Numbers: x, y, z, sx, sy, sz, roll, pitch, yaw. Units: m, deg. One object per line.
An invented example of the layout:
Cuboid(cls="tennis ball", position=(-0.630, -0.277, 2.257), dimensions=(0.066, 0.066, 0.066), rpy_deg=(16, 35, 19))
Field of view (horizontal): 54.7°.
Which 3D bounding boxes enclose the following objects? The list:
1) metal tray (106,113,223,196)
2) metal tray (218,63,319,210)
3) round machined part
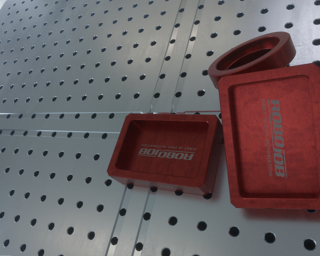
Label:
Cuboid(cls="metal tray", position=(0.006, 0.028, 0.384), dimensions=(0.130, 0.030, 0.090), rpy_deg=(2, 63, 29))
Cuboid(cls="metal tray", position=(0.110, 0.010, 0.299), dimensions=(0.090, 0.030, 0.129), rpy_deg=(-6, 91, 25))
Cuboid(cls="round machined part", position=(0.110, -0.070, 0.365), dimensions=(0.098, 0.042, 0.098), rpy_deg=(-26, 21, 12))
